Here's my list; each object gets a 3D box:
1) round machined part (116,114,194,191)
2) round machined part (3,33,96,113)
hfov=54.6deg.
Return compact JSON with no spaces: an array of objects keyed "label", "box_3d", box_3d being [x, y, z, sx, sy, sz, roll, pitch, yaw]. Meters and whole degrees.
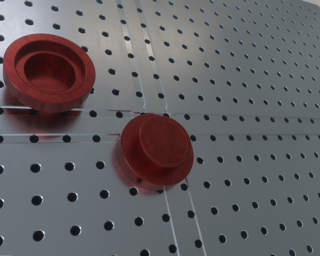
[{"label":"round machined part","box_3d":[-0.001,0.024,0.382,0.099,0.042,0.098,13,56,-21]},{"label":"round machined part","box_3d":[-0.130,-0.059,0.364,0.099,0.042,0.098,13,56,-21]}]
